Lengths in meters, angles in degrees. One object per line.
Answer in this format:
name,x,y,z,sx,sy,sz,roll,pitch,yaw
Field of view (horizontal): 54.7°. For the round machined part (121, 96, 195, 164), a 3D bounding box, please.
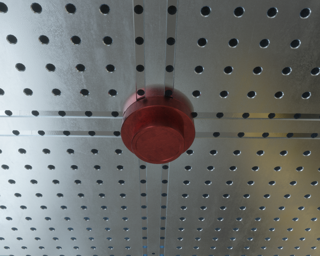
round machined part,-0.003,0.010,0.408,0.099,0.042,0.097,-1,130,0
